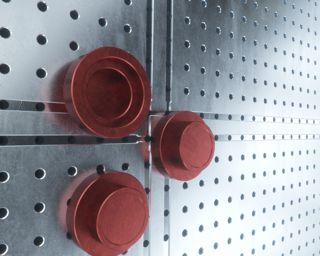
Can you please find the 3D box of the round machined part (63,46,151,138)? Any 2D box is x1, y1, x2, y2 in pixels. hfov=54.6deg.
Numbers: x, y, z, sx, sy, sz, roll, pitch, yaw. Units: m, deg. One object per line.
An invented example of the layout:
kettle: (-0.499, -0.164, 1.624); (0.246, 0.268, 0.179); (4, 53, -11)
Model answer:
round machined part: (-0.061, -0.038, 0.346); (0.099, 0.042, 0.097); (0, 90, -40)

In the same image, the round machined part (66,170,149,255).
round machined part: (-0.052, 0.099, 0.354); (0.099, 0.042, 0.097); (0, 90, -40)

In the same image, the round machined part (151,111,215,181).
round machined part: (0.038, 0.025, 0.429); (0.099, 0.042, 0.097); (0, 90, -40)
